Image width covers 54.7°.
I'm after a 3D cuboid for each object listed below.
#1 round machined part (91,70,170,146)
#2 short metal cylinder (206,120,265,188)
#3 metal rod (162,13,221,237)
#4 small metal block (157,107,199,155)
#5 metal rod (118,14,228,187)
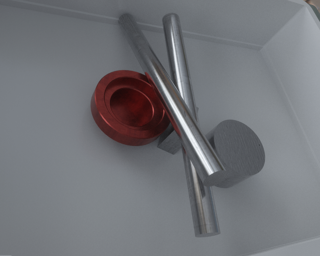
[{"bbox_3d":[-0.038,-0.021,0.388,0.099,0.042,0.098,14,56,-21],"label":"round machined part"},{"bbox_3d":[0.093,0.035,0.420,0.081,0.050,0.080,14,56,-21],"label":"short metal cylinder"},{"bbox_3d":[0.031,-0.026,0.375,0.025,0.025,0.299,8,58,-25],"label":"metal rod"},{"bbox_3d":[0.023,0.000,0.404,0.025,0.050,0.050,26,53,-13],"label":"small metal block"},{"bbox_3d":[0.000,-0.058,0.380,0.025,0.025,0.300,0,45,-29],"label":"metal rod"}]
